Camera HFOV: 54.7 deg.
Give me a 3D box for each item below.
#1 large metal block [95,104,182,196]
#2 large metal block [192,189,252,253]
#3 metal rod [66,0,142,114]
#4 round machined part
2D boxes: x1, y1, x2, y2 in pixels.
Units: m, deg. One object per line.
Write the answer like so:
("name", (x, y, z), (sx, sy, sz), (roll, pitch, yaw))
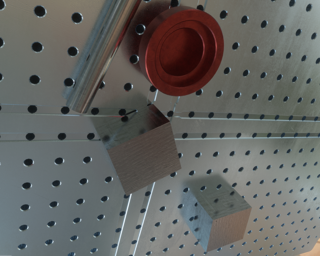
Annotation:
("large metal block", (-0.026, 0.028, 0.398), (0.080, 0.050, 0.080), (-25, 128, -13))
("large metal block", (0.109, 0.166, 0.557), (0.081, 0.050, 0.079), (-10, 123, -23))
("metal rod", (-0.022, -0.148, 0.307), (0.025, 0.025, 0.298), (19, 109, -36))
("round machined part", (0.021, -0.089, 0.356), (0.099, 0.042, 0.097), (-14, 124, -21))
